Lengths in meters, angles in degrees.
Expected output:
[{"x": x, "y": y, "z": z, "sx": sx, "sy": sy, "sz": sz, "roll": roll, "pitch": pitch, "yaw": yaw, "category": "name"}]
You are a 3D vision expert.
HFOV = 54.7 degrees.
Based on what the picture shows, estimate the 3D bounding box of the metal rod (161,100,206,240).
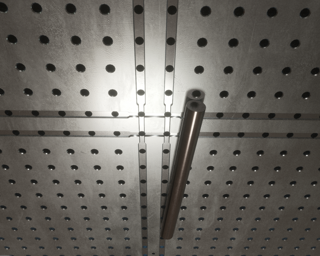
[{"x": 0.029, "y": 0.085, "z": 0.484, "sx": 0.025, "sy": 0.025, "sz": 0.298, "roll": 4, "pitch": 130, "yaw": -4, "category": "metal rod"}]
